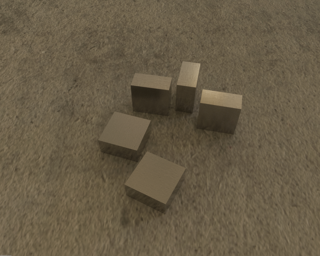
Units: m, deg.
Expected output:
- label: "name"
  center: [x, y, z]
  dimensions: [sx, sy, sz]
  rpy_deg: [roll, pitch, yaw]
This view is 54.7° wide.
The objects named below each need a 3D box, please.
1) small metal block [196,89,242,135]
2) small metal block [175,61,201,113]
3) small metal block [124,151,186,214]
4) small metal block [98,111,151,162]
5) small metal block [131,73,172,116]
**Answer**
- label: "small metal block"
  center: [0.077, -0.020, 0.405]
  dimensions: [0.050, 0.050, 0.025]
  rpy_deg: [9, 51, 7]
- label: "small metal block"
  center: [0.039, -0.057, 0.435]
  dimensions: [0.025, 0.050, 0.050]
  rpy_deg: [9, 51, 7]
- label: "small metal block"
  center: [-0.005, 0.061, 0.352]
  dimensions: [0.050, 0.025, 0.050]
  rpy_deg: [22, 53, 17]
- label: "small metal block"
  center: [-0.043, 0.010, 0.394]
  dimensions: [0.050, 0.025, 0.050]
  rpy_deg: [14, 51, 11]
- label: "small metal block"
  center: [-0.011, -0.045, 0.425]
  dimensions: [0.050, 0.050, 0.025]
  rpy_deg: [8, 51, 6]
